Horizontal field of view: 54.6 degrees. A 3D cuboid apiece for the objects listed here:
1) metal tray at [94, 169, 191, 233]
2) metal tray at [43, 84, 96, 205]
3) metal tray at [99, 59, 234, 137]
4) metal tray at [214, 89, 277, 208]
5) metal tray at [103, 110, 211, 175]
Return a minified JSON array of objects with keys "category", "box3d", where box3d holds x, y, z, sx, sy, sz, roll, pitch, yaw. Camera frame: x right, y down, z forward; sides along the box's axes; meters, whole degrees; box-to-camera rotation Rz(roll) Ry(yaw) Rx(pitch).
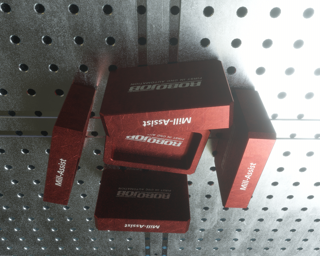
[{"category":"metal tray","box3d":[-0.024,0.106,0.459,0.131,0.090,0.030,3,130,-2]},{"category":"metal tray","box3d":[-0.113,0.022,0.387,0.030,0.090,0.129,14,129,-11]},{"category":"metal tray","box3d":[0.007,-0.035,0.338,0.131,0.090,0.030,-5,130,4]},{"category":"metal tray","box3d":[0.101,0.028,0.393,0.030,0.090,0.129,3,130,-3]},{"category":"metal tray","box3d":[-0.007,0.016,0.421,0.131,0.030,0.089,8,130,-8]}]
